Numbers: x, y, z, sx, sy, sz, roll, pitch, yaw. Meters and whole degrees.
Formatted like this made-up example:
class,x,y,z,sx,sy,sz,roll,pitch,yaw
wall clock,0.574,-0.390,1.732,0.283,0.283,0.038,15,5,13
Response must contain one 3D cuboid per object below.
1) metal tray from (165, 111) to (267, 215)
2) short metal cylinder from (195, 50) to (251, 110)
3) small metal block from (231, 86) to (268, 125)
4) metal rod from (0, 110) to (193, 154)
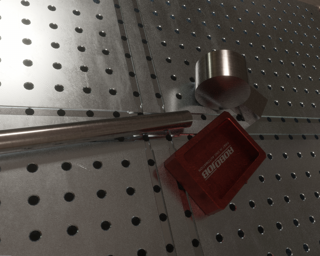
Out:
class,x,y,z,sx,sy,sz,roll,pitch,yaw
metal tray,0.080,0.043,0.423,0.090,0.030,0.131,49,51,6
short metal cylinder,0.093,-0.071,0.469,0.081,0.080,0.050,17,55,-19
small metal block,0.146,-0.041,0.515,0.050,0.025,0.050,38,51,-3
metal rod,-0.089,0.004,0.358,0.303,0.025,0.025,-8,66,-32
